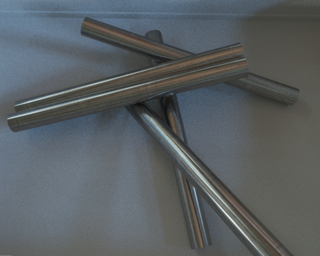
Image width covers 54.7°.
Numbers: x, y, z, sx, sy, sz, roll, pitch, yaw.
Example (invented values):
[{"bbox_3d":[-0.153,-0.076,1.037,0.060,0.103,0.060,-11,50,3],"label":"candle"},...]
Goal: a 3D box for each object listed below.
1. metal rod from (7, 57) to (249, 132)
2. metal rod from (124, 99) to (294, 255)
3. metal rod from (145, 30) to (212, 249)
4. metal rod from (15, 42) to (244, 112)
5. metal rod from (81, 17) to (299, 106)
[{"bbox_3d":[-0.043,-0.040,0.387,0.301,0.025,0.025,-13,70,5],"label":"metal rod"},{"bbox_3d":[0.032,0.039,0.333,0.025,0.025,0.300,-33,50,-11],"label":"metal rod"},{"bbox_3d":[0.019,0.000,0.409,0.025,0.025,0.299,-11,70,-4],"label":"metal rod"},{"bbox_3d":[-0.043,-0.060,0.404,0.301,0.025,0.025,-14,71,5],"label":"metal rod"},{"bbox_3d":[0.042,-0.090,0.421,0.302,0.025,0.025,18,71,-2],"label":"metal rod"}]
